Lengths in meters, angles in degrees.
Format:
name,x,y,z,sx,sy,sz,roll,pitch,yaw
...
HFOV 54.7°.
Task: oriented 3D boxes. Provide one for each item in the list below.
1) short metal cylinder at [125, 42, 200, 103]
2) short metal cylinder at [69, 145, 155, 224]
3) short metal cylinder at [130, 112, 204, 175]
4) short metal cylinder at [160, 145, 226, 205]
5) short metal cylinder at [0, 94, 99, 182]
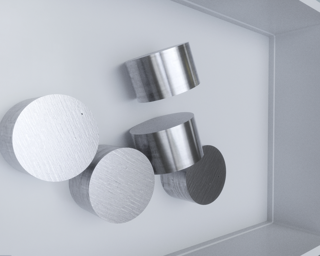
name,x,y,z,sx,sy,sz,roll,pitch,yaw
short metal cylinder,0.003,-0.068,0.375,0.081,0.080,0.050,-29,109,-36
short metal cylinder,-0.053,0.060,0.346,0.081,0.050,0.079,-1,92,-38
short metal cylinder,0.009,0.017,0.380,0.081,0.080,0.050,-26,107,-37
short metal cylinder,0.047,0.062,0.432,0.081,0.050,0.079,0,90,-40
short metal cylinder,-0.108,0.009,0.301,0.081,0.050,0.079,0,90,-40
